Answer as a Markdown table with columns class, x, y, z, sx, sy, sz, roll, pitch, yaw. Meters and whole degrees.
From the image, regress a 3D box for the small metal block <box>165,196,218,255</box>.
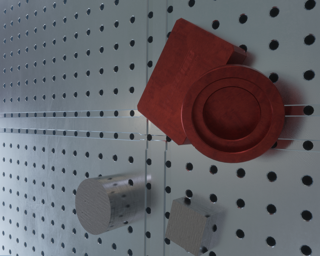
| class | x | y | z | sx | sy | sz | roll | pitch | yaw |
| --- | --- | --- | --- | --- | --- | --- | --- | --- | --- |
| small metal block | 0.038 | 0.119 | 0.378 | 0.050 | 0.025 | 0.050 | 19 | 102 | 38 |

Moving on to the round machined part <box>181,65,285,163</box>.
| class | x | y | z | sx | sy | sz | roll | pitch | yaw |
| --- | --- | --- | --- | --- | --- | --- | --- | --- | --- |
| round machined part | 0.074 | -0.017 | 0.319 | 0.098 | 0.042 | 0.097 | 4 | 107 | 12 |

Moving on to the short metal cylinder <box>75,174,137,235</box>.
| class | x | y | z | sx | sy | sz | roll | pitch | yaw |
| --- | --- | --- | --- | --- | --- | --- | --- | --- | --- |
| short metal cylinder | -0.081 | 0.111 | 0.460 | 0.080 | 0.050 | 0.079 | 0 | 90 | 40 |

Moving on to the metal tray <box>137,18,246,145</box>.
| class | x | y | z | sx | sy | sz | roll | pitch | yaw |
| --- | --- | --- | --- | --- | --- | --- | --- | --- | --- |
| metal tray | 0.033 | -0.055 | 0.379 | 0.090 | 0.030 | 0.129 | 40 | 114 | 32 |
